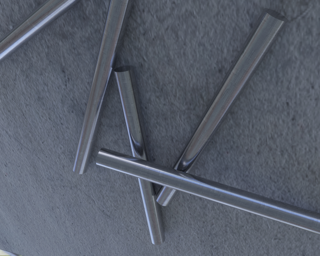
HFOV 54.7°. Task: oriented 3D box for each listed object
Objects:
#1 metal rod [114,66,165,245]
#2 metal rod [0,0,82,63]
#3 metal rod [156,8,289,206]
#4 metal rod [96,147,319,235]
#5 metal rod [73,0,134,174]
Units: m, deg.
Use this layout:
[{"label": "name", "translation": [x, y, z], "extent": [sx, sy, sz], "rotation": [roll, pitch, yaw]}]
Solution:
[{"label": "metal rod", "translation": [-0.024, 0.057, 0.452], "extent": [0.025, 0.025, 0.298], "rotation": [5, 121, 25]}, {"label": "metal rod", "translation": [-0.158, -0.139, 0.401], "extent": [0.300, 0.025, 0.025], "rotation": [-18, 109, 35]}, {"label": "metal rod", "translation": [0.056, 0.002, 0.377], "extent": [0.025, 0.025, 0.298], "rotation": [31, 128, 7]}, {"label": "metal rod", "translation": [0.063, 0.079, 0.395], "extent": [0.301, 0.025, 0.025], "rotation": [16, 125, 9]}, {"label": "metal rod", "translation": [-0.086, -0.041, 0.424], "extent": [0.025, 0.025, 0.298], "rotation": [30, 128, 8]}]
